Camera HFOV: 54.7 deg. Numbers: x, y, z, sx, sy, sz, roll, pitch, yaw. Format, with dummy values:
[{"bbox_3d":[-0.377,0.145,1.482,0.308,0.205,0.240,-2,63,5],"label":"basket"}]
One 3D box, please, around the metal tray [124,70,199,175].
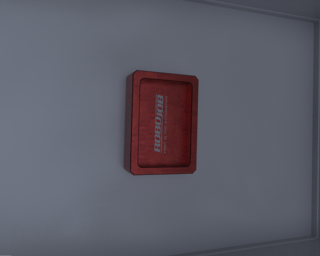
[{"bbox_3d":[0.002,-0.006,0.406,0.091,0.030,0.129,2,89,-21],"label":"metal tray"}]
